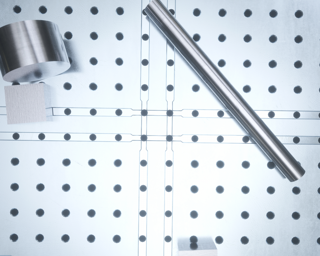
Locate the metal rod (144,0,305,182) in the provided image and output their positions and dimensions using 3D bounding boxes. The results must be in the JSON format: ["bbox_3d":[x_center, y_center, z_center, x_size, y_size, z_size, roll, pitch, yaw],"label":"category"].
[{"bbox_3d":[0.086,-0.050,0.413,0.025,0.025,0.300,-40,90,0],"label":"metal rod"}]

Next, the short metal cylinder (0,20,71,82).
[{"bbox_3d":[-0.159,-0.093,0.384,0.080,0.080,0.050,-17,90,0],"label":"short metal cylinder"}]

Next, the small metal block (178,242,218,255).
[{"bbox_3d":[0.050,0.183,0.414,0.050,0.025,0.050,-2,90,0],"label":"small metal block"}]

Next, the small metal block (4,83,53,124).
[{"bbox_3d":[-0.174,-0.031,0.412,0.050,0.025,0.050,-5,90,0],"label":"small metal block"}]
